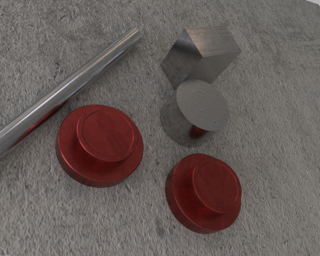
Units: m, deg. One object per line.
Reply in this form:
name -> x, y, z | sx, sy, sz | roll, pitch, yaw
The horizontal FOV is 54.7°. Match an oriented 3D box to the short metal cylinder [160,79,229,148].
short metal cylinder -> 0.047, -0.020, 0.425 | 0.081, 0.050, 0.080 | 14, 56, -21

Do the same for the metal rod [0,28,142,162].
metal rod -> -0.109, -0.047, 0.373 | 0.025, 0.025, 0.301 | 39, 51, -2

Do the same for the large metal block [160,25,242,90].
large metal block -> 0.060, -0.104, 0.464 | 0.081, 0.080, 0.050 | -17, 71, -35

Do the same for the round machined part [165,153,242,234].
round machined part -> 0.060, 0.075, 0.379 | 0.099, 0.042, 0.098 | 14, 56, -21

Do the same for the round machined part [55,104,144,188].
round machined part -> -0.064, 0.014, 0.350 | 0.099, 0.042, 0.098 | 14, 56, -21
